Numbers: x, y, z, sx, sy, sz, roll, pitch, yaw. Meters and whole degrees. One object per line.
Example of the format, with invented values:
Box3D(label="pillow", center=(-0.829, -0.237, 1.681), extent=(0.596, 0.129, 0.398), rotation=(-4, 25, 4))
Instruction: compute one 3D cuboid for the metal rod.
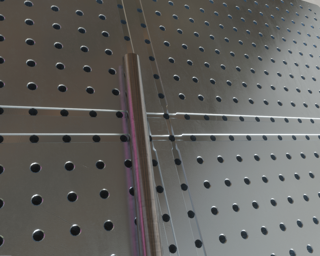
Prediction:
Box3D(label="metal rod", center=(-0.023, 0.032, 0.375), extent=(0.025, 0.025, 0.299), rotation=(6, 59, -25))
